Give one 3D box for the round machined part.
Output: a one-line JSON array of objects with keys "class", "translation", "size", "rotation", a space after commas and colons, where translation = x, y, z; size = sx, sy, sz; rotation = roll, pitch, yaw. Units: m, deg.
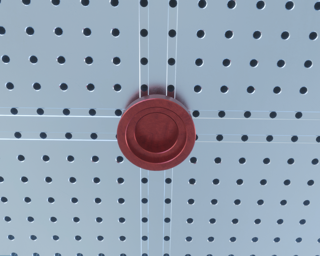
[{"class": "round machined part", "translation": [-0.005, 0.003, 0.405], "size": [0.099, 0.042, 0.097], "rotation": [0, 110, 0]}]
